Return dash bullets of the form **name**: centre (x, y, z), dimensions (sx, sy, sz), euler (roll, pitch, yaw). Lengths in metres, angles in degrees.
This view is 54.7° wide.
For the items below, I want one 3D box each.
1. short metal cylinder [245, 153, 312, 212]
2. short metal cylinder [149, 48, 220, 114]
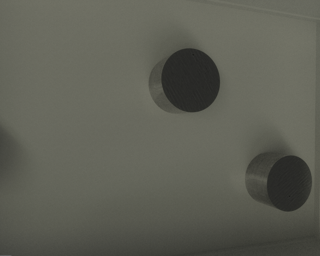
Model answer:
- **short metal cylinder**: centre (0.176, 0.078, 0.462), dimensions (0.081, 0.050, 0.080), euler (0, 90, -20)
- **short metal cylinder**: centre (0.031, -0.059, 0.408), dimensions (0.081, 0.050, 0.080), euler (0, 90, -20)
